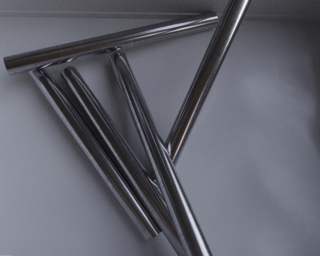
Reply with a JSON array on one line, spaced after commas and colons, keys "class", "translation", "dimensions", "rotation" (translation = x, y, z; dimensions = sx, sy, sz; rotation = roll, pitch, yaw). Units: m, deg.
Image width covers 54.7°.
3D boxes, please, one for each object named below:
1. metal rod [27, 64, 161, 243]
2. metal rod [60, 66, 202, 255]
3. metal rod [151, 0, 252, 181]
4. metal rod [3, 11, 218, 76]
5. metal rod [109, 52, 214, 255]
[{"class": "metal rod", "translation": [-0.096, 0.015, 0.403], "dimensions": [0.025, 0.025, 0.300], "rotation": [-36, 74, -12]}, {"class": "metal rod", "translation": [-0.044, 0.035, 0.386], "dimensions": [0.025, 0.025, 0.300], "rotation": [-33, 70, -11]}, {"class": "metal rod", "translation": [0.059, -0.070, 0.377], "dimensions": [0.025, 0.025, 0.299], "rotation": [25, 94, 8]}, {"class": "metal rod", "translation": [-0.059, -0.123, 0.438], "dimensions": [0.302, 0.025, 0.025], "rotation": [-17, 71, -13]}, {"class": "metal rod", "translation": [-0.009, 0.018, 0.372], "dimensions": [0.025, 0.025, 0.299], "rotation": [-20, 60, -7]}]
